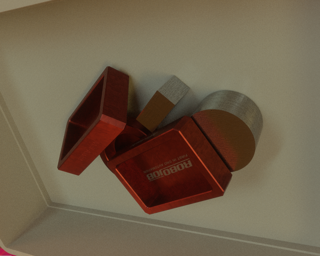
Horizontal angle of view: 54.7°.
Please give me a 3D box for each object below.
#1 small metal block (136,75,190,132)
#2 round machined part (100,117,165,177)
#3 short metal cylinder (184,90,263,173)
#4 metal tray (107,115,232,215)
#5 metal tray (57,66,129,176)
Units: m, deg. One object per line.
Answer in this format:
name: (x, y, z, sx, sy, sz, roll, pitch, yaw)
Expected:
small metal block: (0.004, -0.029, 0.368, 0.025, 0.050, 0.050, 40, 127, 1)
round machined part: (-0.034, 0.027, 0.430, 0.098, 0.042, 0.097, 13, 124, 20)
short metal cylinder: (0.072, 0.004, 0.353, 0.080, 0.050, 0.079, 13, 124, 20)
metal tray: (0.007, 0.050, 0.368, 0.130, 0.030, 0.090, -28, 103, 41)
metal tray: (-0.088, -0.007, 0.403, 0.030, 0.090, 0.129, 24, 134, -28)
